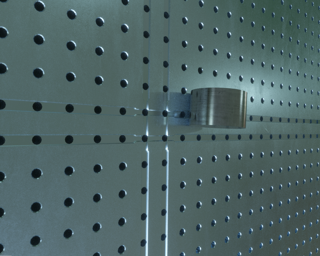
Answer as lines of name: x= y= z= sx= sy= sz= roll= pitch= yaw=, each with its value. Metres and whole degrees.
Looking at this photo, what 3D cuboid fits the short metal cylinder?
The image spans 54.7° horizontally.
short metal cylinder: x=0.083 y=-0.026 z=0.446 sx=0.081 sy=0.080 sz=0.050 roll=5 pitch=87 yaw=-40
